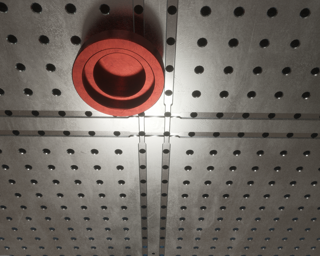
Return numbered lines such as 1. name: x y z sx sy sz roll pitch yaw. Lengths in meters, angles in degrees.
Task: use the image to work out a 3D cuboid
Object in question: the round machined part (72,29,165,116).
1. round machined part: -0.044 -0.064 0.346 0.099 0.042 0.097 -1 130 0
